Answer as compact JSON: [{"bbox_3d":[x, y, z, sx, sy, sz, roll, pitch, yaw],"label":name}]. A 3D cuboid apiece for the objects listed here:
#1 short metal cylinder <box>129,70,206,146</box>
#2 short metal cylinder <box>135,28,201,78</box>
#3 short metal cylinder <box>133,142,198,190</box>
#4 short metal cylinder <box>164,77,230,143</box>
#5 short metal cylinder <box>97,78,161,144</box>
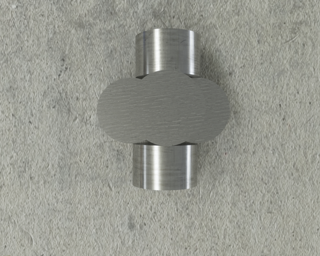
[{"bbox_3d":[0.008,-0.021,0.348,0.081,0.050,0.079,0,90,-1],"label":"short metal cylinder"},{"bbox_3d":[0.010,-0.086,0.384,0.081,0.080,0.050,0,90,-1],"label":"short metal cylinder"},{"bbox_3d":[0.006,0.044,0.384,0.081,0.080,0.050,0,90,-1],"label":"short metal cylinder"},{"bbox_3d":[0.044,-0.022,0.399,0.081,0.050,0.079,0,90,-1],"label":"short metal cylinder"},{"bbox_3d":[-0.036,-0.021,0.398,0.081,0.050,0.079,0,90,-1],"label":"short metal cylinder"}]
